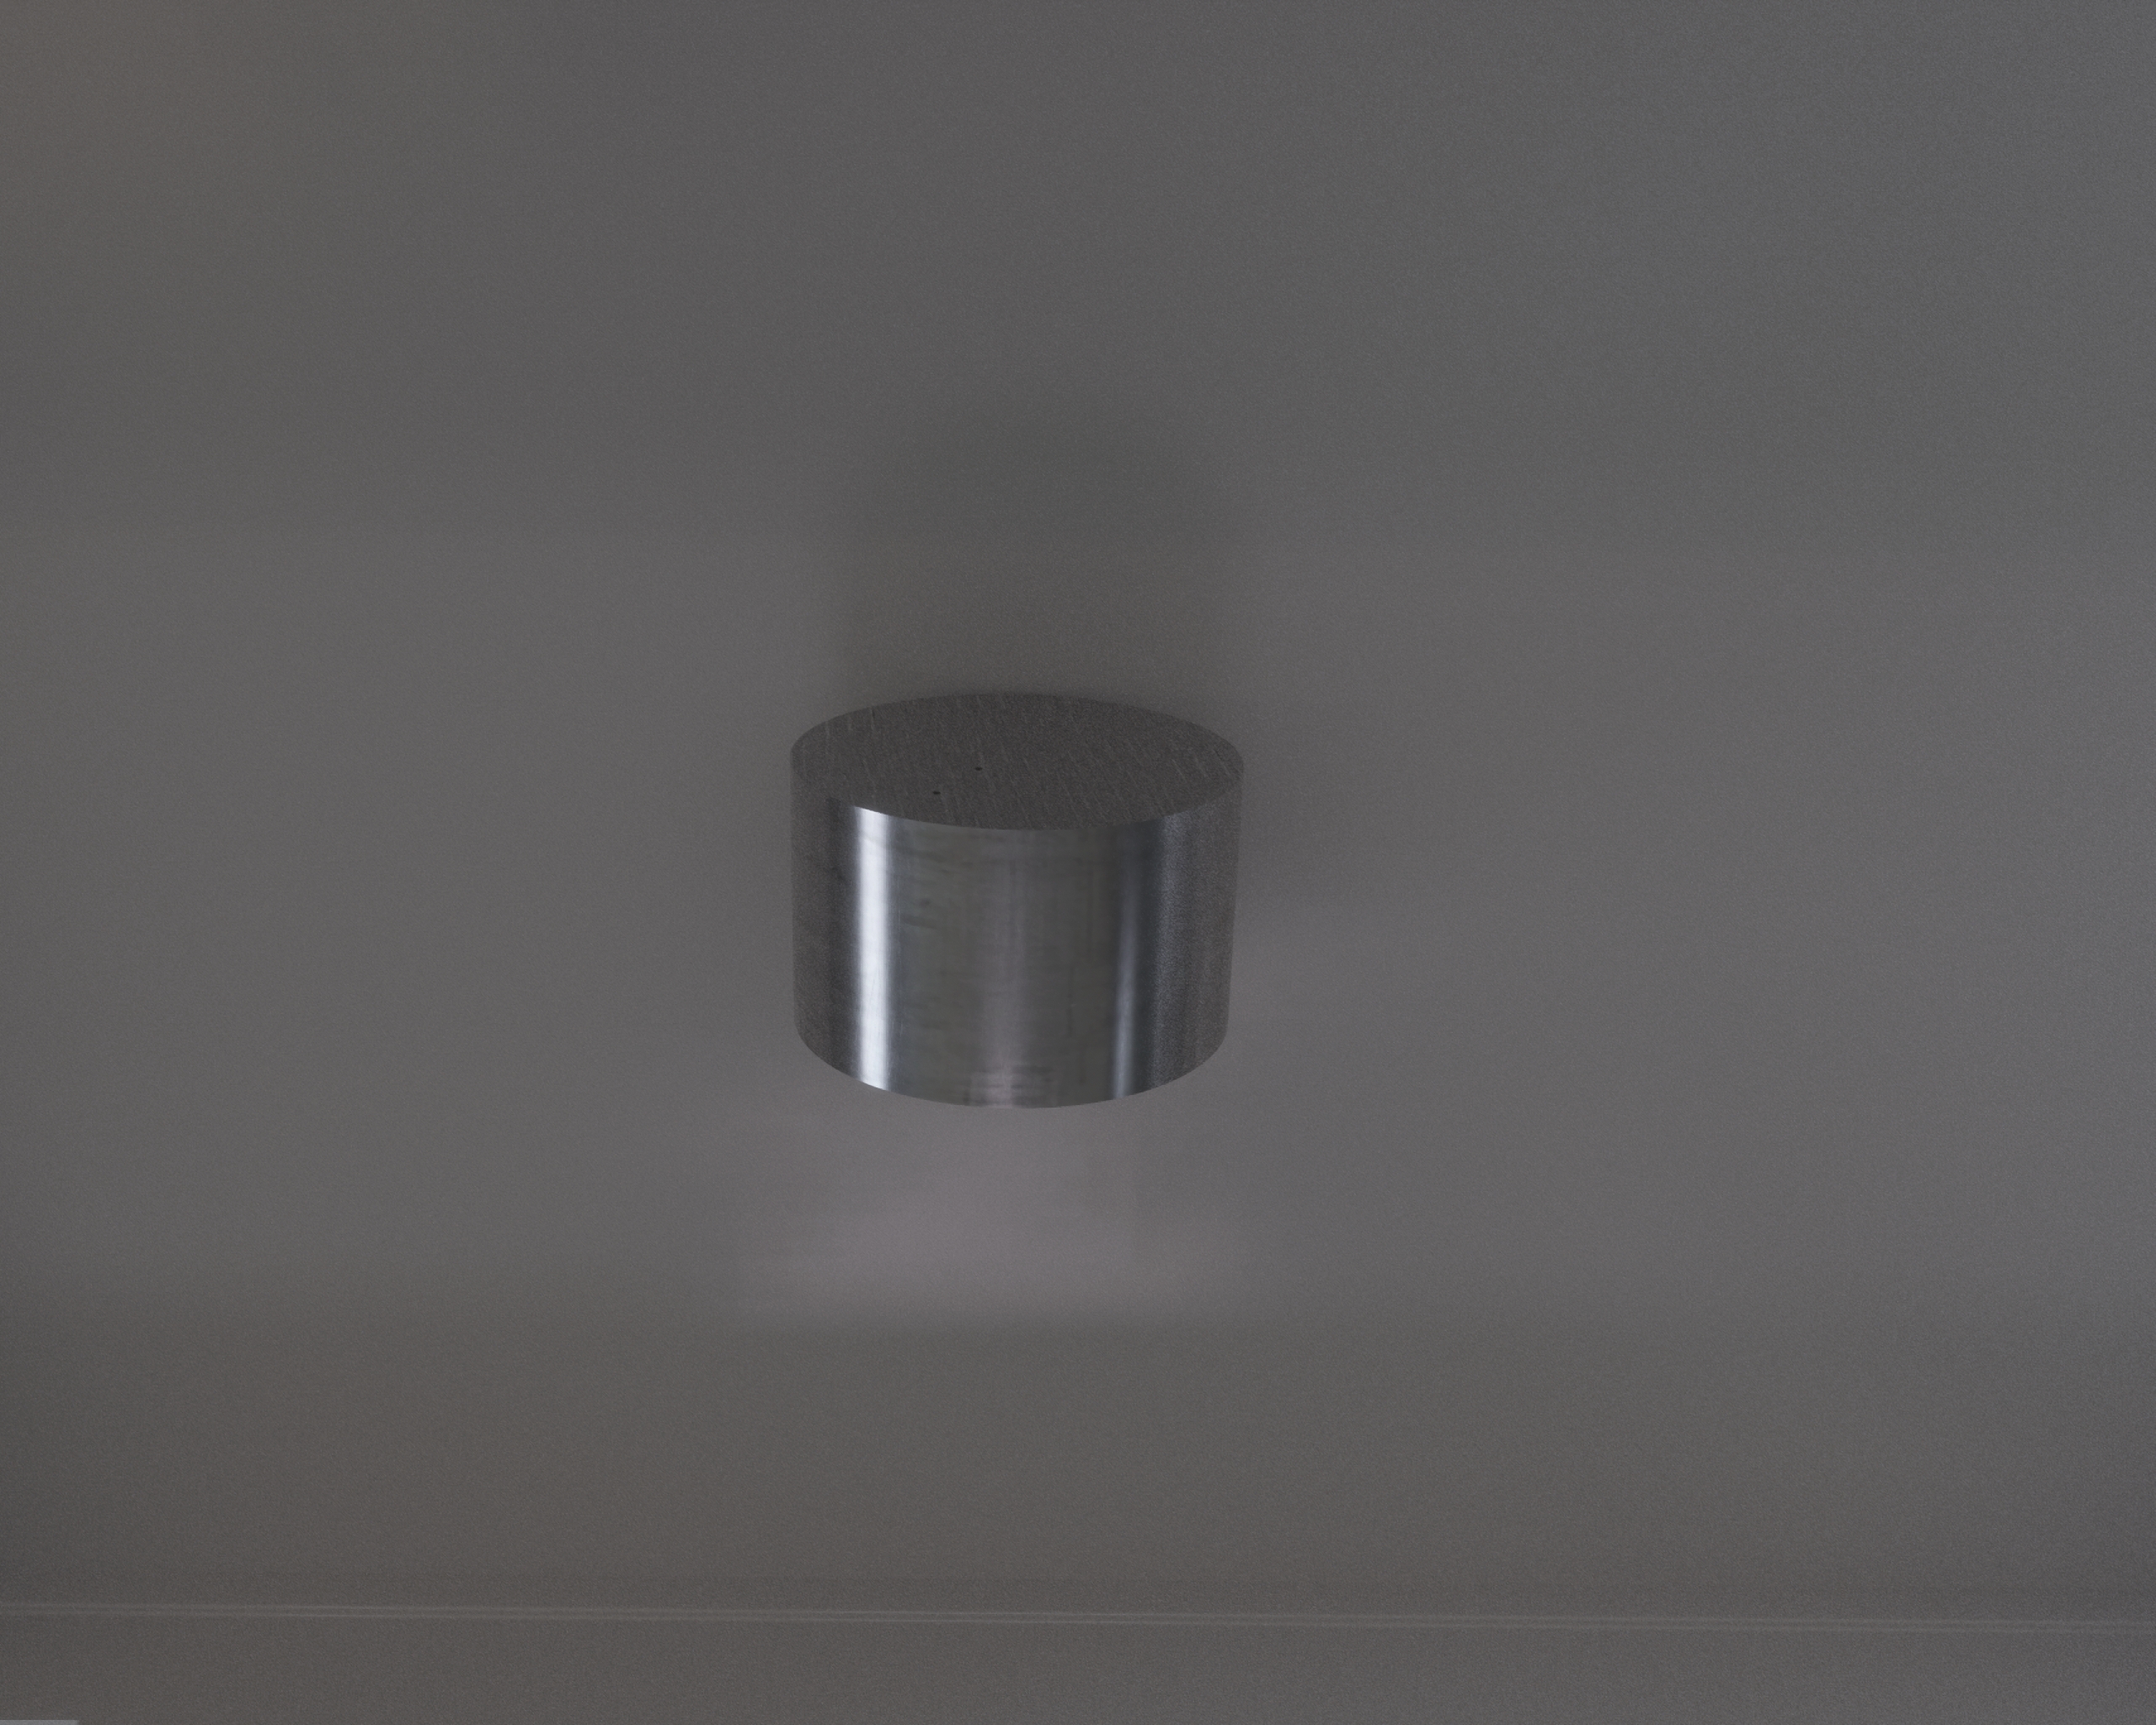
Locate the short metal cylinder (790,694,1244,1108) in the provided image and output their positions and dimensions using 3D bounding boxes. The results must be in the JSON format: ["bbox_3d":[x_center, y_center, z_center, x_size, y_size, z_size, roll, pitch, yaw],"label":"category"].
[{"bbox_3d":[-0.011,0.004,0.380,0.080,0.080,0.050,2,110,-1],"label":"short metal cylinder"}]
